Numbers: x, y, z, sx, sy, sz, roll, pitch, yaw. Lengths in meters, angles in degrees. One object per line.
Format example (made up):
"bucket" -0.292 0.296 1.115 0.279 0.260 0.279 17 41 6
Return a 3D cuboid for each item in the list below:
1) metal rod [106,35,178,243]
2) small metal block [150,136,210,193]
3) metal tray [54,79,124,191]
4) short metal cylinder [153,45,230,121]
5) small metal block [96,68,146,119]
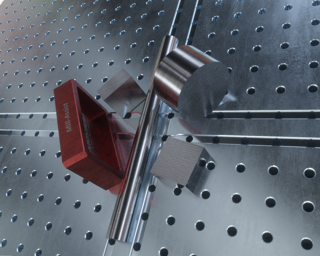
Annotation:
"metal rod" -0.017 -0.003 0.417 0.025 0.025 0.300 0 61 28
"small metal block" 0.024 0.043 0.369 0.050 0.025 0.050 16 70 34
"metal tray" -0.093 0.008 0.408 0.030 0.090 0.130 -29 52 10
"short metal cylinder" 0.039 -0.055 0.385 0.080 0.080 0.050 -44 51 -3
"small metal block" -0.054 -0.049 0.448 0.050 0.050 0.025 -41 51 0
